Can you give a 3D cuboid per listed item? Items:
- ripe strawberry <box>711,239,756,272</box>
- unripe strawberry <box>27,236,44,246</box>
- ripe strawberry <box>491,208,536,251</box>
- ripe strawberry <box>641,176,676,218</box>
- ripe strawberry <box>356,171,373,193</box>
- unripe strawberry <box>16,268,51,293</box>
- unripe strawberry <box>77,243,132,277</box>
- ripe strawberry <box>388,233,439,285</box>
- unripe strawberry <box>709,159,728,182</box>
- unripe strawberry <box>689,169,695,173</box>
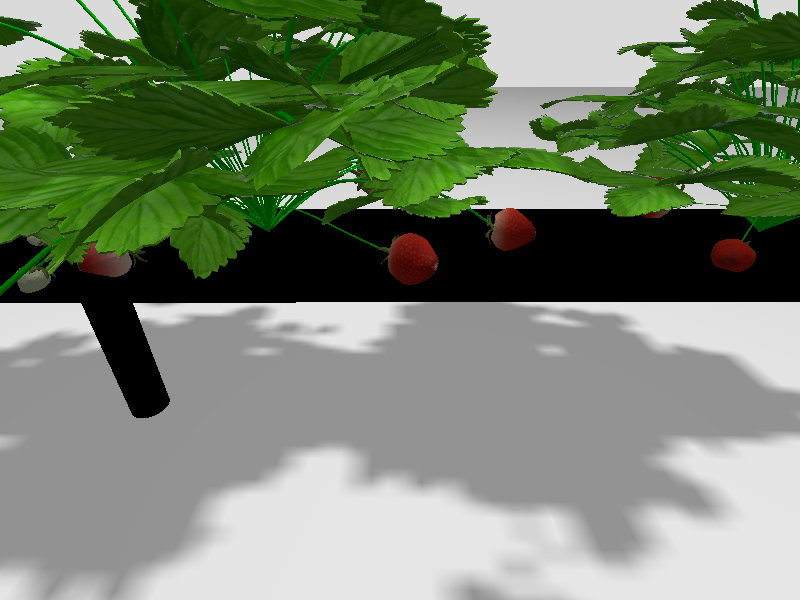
[{"bbox_3d":[0.239,-0.032,0.288,0.026,0.022,0.026,-25,38,-36],"label":"ripe strawberry"},{"bbox_3d":[-0.303,-0.051,0.333,0.011,0.011,0.010,-9,31,-8],"label":"unripe strawberry"},{"bbox_3d":[0.092,-0.056,0.323,0.035,0.034,0.032,8,31,8],"label":"ripe strawberry"},{"bbox_3d":[0.247,-0.103,0.398,0.043,0.043,0.040,15,33,26],"label":"ripe strawberry"},{"bbox_3d":[-0.030,-0.148,0.472,0.038,0.043,0.041,18,34,29],"label":"ripe strawberry"},{"bbox_3d":[-0.243,-0.013,0.264,0.017,0.018,0.018,28,0,40],"label":"unripe strawberry"},{"bbox_3d":[-0.207,-0.030,0.280,0.029,0.031,0.032,25,39,37],"label":"unripe strawberry"},{"bbox_3d":[0.010,-0.027,0.273,0.035,0.035,0.033,21,36,31],"label":"ripe strawberry"},{"bbox_3d":[0.410,-0.164,0.515,0.030,0.032,0.033,13,17,21],"label":"unripe strawberry"},{"bbox_3d":[0.372,-0.168,0.528,0.025,0.021,0.025,6,15,11],"label":"unripe strawberry"}]
